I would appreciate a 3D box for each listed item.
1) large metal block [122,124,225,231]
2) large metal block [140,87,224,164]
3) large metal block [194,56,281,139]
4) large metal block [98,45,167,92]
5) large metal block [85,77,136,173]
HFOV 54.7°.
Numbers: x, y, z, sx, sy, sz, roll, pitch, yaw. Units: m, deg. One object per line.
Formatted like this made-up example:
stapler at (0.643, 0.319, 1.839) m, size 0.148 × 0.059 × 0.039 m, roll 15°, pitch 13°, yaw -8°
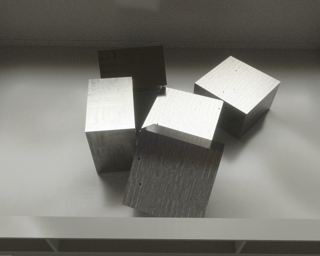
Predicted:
large metal block at (0.016, 0.047, 0.320) m, size 0.080 × 0.079 × 0.050 m, roll 16°, pitch 10°, yaw 11°
large metal block at (0.028, 0.001, 0.388) m, size 0.080 × 0.050 × 0.080 m, roll 15°, pitch 52°, yaw 12°
large metal block at (0.102, -0.044, 0.425) m, size 0.080 × 0.050 × 0.080 m, roll 36°, pitch 58°, yaw 26°
large metal block at (-0.037, -0.075, 0.423) m, size 0.081 × 0.080 × 0.050 m, roll -6°, pitch 92°, yaw -5°
large metal block at (-0.055, -0.003, 0.370) m, size 0.050 × 0.080 × 0.080 m, roll -4°, pitch 50°, yaw -4°
